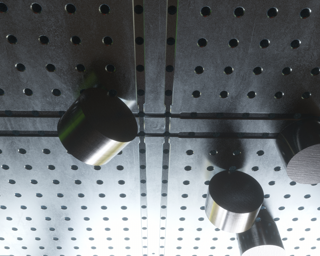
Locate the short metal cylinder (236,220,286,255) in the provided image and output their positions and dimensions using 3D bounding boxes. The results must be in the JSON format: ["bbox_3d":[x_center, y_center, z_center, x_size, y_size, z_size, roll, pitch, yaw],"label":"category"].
[{"bbox_3d":[0.188,0.218,0.584,0.081,0.050,0.079,0,130,0],"label":"short metal cylinder"}]

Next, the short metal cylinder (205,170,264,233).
[{"bbox_3d":[0.111,0.111,0.472,0.081,0.080,0.050,1,130,-1],"label":"short metal cylinder"}]

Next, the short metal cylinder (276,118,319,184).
[{"bbox_3d":[0.208,0.032,0.426,0.081,0.050,0.079,-1,130,0],"label":"short metal cylinder"}]

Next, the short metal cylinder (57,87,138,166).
[{"bbox_3d":[-0.074,-0.002,0.373,0.080,0.080,0.050,33,122,-25],"label":"short metal cylinder"}]
